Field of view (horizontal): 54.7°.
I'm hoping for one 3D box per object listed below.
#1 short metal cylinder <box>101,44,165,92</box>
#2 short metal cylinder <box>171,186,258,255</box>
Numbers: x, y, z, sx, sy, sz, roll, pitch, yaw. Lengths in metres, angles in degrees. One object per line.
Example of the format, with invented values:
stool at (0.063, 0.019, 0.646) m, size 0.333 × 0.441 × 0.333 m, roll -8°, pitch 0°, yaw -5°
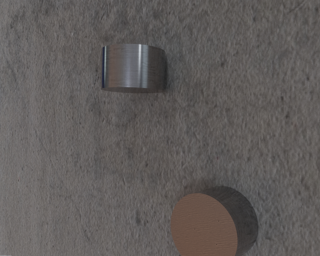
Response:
short metal cylinder at (-0.034, -0.073, 0.395) m, size 0.080 × 0.081 × 0.050 m, roll 3°, pitch 92°, yaw 39°
short metal cylinder at (0.059, 0.107, 0.339) m, size 0.080 × 0.050 × 0.079 m, roll 0°, pitch 90°, yaw 39°
